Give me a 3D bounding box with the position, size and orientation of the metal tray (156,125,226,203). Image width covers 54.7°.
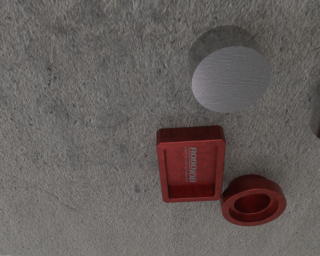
[{"bbox_3d":[0.045,0.057,0.452,0.091,0.030,0.129,-3,130,2],"label":"metal tray"}]

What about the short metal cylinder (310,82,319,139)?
[{"bbox_3d":[0.220,-0.020,0.356,0.080,0.080,0.050,-6,130,5],"label":"short metal cylinder"}]

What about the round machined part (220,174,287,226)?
[{"bbox_3d":[0.144,0.111,0.492,0.099,0.042,0.097,0,130,0],"label":"round machined part"}]

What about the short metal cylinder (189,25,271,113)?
[{"bbox_3d":[0.073,-0.063,0.338,0.081,0.050,0.079,0,130,0],"label":"short metal cylinder"}]
